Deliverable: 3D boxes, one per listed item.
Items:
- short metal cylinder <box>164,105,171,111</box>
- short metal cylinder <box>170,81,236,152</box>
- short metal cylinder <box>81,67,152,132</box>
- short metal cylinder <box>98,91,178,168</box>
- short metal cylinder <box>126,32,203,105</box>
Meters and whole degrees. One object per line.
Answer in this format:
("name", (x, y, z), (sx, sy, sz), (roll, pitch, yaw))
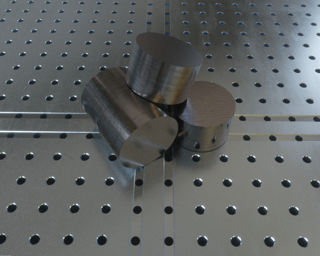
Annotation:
("short metal cylinder", (0.009, -0.067, 0.447), (0.081, 0.050, 0.080), (0, 50, 0))
("short metal cylinder", (0.054, -0.016, 0.404), (0.081, 0.050, 0.080), (0, 50, 0))
("short metal cylinder", (-0.053, -0.031, 0.397), (0.081, 0.080, 0.050), (-27, 56, -21))
("short metal cylinder", (-0.026, 0.002, 0.370), (0.081, 0.080, 0.050), (-27, 56, -21))
("short metal cylinder", (0.004, -0.072, 0.368), (0.081, 0.050, 0.080), (14, 36, -10))
